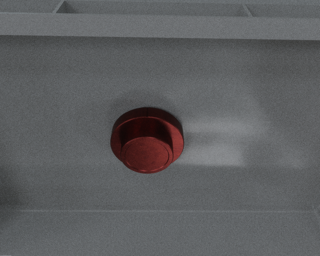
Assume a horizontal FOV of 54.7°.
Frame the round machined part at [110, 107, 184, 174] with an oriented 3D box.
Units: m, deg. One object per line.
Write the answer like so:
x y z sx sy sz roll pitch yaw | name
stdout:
-0.017 0.023 0.413 0.099 0.042 0.097 -1 130 0 | round machined part
